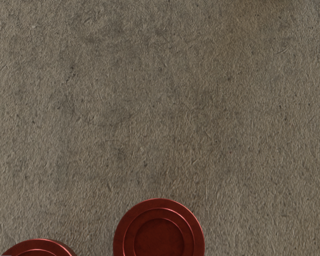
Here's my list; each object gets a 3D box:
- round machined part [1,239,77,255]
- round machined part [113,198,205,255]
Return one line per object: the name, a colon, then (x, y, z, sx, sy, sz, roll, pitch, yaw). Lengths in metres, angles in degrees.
round machined part: (-0.131, 0.171, 0.335, 0.099, 0.042, 0.098, 0, 70, 0)
round machined part: (-0.001, 0.131, 0.351, 0.099, 0.042, 0.098, 0, 70, 0)
